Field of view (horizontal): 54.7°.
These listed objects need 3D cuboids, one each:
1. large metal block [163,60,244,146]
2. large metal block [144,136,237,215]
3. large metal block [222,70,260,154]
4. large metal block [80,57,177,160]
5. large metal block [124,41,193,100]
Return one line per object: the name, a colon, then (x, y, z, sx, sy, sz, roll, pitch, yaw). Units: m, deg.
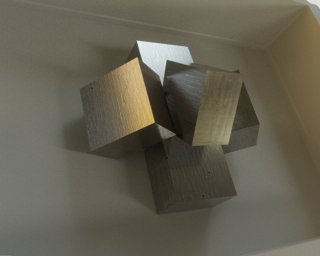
large metal block: (0.043, -0.031, 0.359, 0.050, 0.079, 0.080, 0, 18, -30)
large metal block: (0.035, 0.054, 0.374, 0.081, 0.050, 0.080, 1, 62, -28)
large metal block: (0.095, -0.018, 0.422, 0.050, 0.080, 0.080, -16, 65, 7)
large metal block: (-0.037, -0.019, 0.350, 0.050, 0.080, 0.080, 30, 40, -58)
large metal block: (0.004, -0.069, 0.429, 0.081, 0.050, 0.080, -2, 63, -29)
